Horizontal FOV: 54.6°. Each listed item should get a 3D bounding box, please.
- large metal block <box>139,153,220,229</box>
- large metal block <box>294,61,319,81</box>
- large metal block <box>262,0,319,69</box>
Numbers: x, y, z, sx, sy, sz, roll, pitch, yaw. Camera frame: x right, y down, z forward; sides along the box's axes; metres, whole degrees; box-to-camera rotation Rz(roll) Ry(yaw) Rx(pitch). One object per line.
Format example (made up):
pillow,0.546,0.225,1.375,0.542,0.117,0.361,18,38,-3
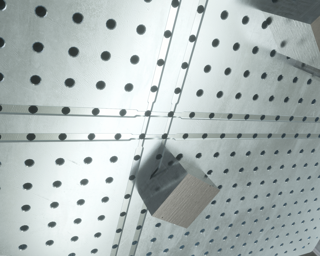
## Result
large metal block,0.030,0.097,0.470,0.080,0.050,0.080,32,100,-38
large metal block,0.267,-0.089,0.465,0.081,0.080,0.050,15,111,-34
large metal block,0.190,-0.129,0.399,0.050,0.080,0.080,-44,129,2
